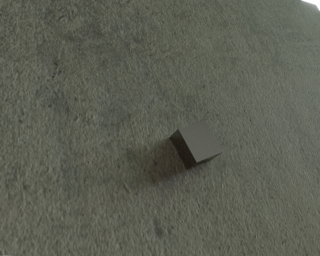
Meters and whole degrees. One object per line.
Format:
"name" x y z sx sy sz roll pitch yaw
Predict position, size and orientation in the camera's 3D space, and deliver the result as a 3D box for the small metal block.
"small metal block" 0.049 0.022 0.419 0.050 0.025 0.050 -16 70 -35
